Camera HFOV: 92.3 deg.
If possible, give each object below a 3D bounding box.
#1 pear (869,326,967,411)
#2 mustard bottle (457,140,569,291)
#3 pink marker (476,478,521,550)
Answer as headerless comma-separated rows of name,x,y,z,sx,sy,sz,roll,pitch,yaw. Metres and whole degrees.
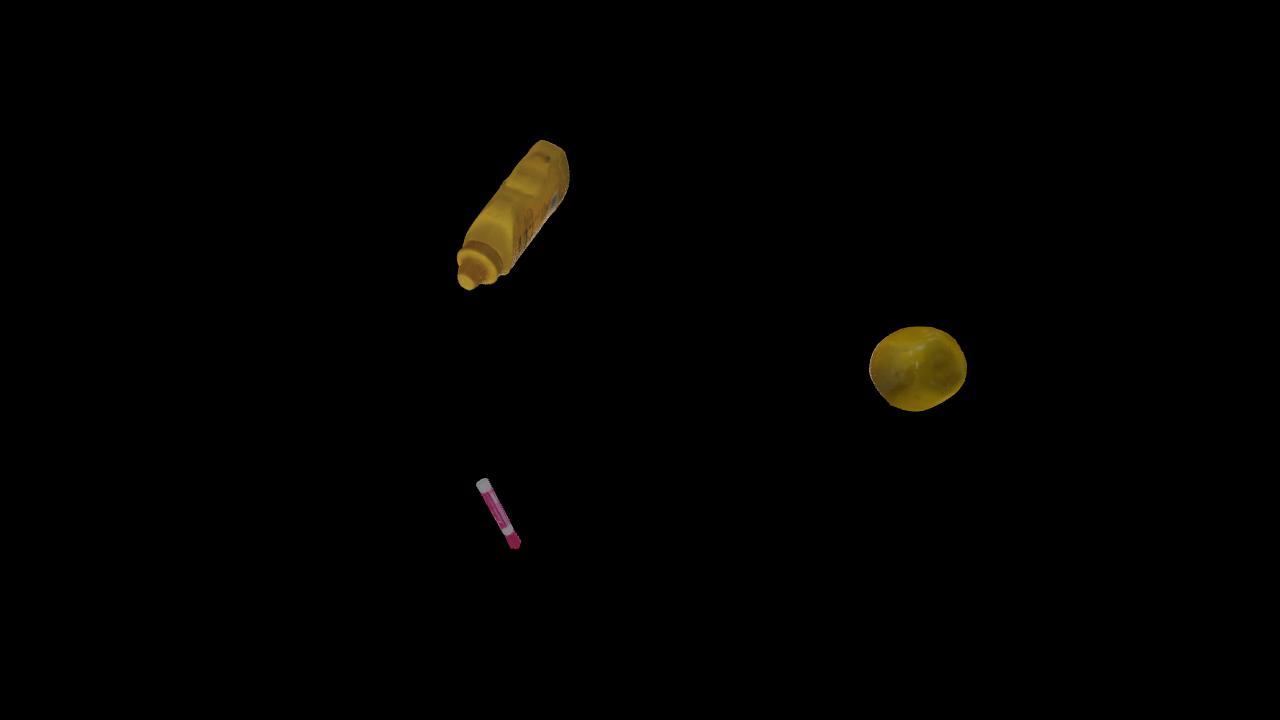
pear,0.240,0.008,0.570,0.080,0.080,0.111,0,-5,-16
mustard bottle,-0.129,-0.134,0.609,0.054,0.184,0.092,29,-38,-7
pink marker,-0.208,0.230,0.911,0.020,0.121,0.020,-21,16,7
